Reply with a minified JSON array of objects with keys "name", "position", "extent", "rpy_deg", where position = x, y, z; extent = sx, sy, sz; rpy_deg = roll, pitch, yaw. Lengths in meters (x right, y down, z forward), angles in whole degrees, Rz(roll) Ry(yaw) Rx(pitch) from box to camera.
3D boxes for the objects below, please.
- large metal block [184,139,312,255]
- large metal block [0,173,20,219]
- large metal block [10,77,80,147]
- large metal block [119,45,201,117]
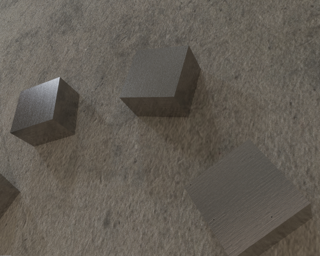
[{"name":"large metal block","position":[0.084,0.072,0.300],"extent":[0.080,0.050,0.080],"rpy_deg":[-37,51,3]},{"name":"large metal block","position":[-0.273,0.105,0.464],"extent":[0.080,0.050,0.080],"rpy_deg":[24,74,36]},{"name":"large metal block","position":[-0.181,-0.025,0.496],"extent":[0.080,0.050,0.080],"rpy_deg":[-16,56,19]},{"name":"large metal block","position":[0.002,-0.062,0.423],"extent":[0.080,0.050,0.080],"rpy_deg":[2,63,29]}]
